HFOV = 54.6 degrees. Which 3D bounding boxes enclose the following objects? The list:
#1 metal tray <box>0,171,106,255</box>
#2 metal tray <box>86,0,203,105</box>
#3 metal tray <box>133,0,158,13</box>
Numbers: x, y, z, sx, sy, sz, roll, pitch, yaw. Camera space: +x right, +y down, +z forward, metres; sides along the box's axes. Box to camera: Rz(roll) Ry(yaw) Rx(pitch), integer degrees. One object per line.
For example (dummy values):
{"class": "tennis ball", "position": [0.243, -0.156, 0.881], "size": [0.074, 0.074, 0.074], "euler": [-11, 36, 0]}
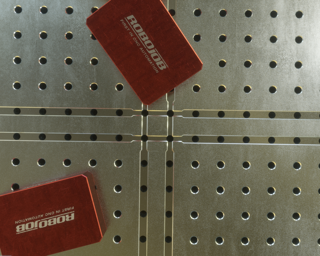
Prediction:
{"class": "metal tray", "position": [-0.147, 0.117, 0.410], "size": [0.131, 0.030, 0.090], "euler": [-15, 90, 0]}
{"class": "metal tray", "position": [-0.018, -0.106, 0.392], "size": [0.090, 0.030, 0.130], "euler": [-34, 100, 10]}
{"class": "metal tray", "position": [-0.046, -0.220, 0.410], "size": [0.130, 0.030, 0.090], "euler": [30, 90, 0]}
